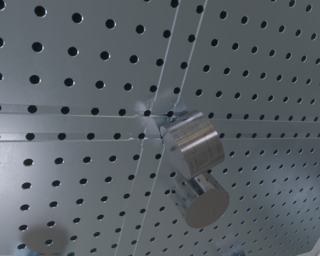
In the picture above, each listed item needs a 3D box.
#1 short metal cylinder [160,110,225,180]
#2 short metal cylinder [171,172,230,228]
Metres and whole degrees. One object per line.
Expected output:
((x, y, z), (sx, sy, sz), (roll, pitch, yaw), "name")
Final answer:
((0.042, 0.022, 0.412), (0.050, 0.080, 0.080), (-27, 128, -12), "short metal cylinder")
((0.065, 0.114, 0.501), (0.081, 0.050, 0.079), (-14, 124, -21), "short metal cylinder")
